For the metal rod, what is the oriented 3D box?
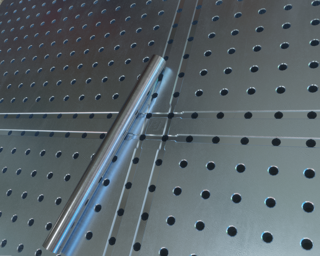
[{"bbox_3d":[-0.068,0.024,0.427,0.025,0.025,0.300,16,70,34],"label":"metal rod"}]
